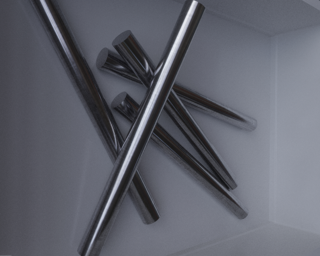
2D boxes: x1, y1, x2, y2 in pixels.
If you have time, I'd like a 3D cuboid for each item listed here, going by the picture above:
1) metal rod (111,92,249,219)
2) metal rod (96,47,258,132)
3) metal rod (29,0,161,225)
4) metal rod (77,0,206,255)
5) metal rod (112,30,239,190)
[{"bbox_3d":[0.045,0.054,0.443,0.300,0.025,0.025,43,64,-31],"label":"metal rod"},{"bbox_3d":[0.046,-0.043,0.445,0.302,0.025,0.025,18,79,-39],"label":"metal rod"},{"bbox_3d":[-0.067,-0.015,0.349,0.025,0.025,0.299,-37,113,-34],"label":"metal rod"},{"bbox_3d":[-0.020,0.001,0.343,0.025,0.025,0.299,24,89,-38],"label":"metal rod"},{"bbox_3d":[0.038,-0.003,0.417,0.300,0.025,0.025,50,61,-35],"label":"metal rod"}]
